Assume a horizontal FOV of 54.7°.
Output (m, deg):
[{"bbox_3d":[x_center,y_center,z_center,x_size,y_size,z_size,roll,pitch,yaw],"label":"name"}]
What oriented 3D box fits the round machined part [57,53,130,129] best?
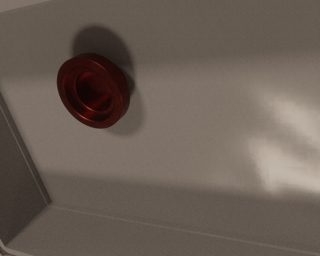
[{"bbox_3d":[-0.082,-0.052,0.407,0.098,0.042,0.097,13,124,20],"label":"round machined part"}]
